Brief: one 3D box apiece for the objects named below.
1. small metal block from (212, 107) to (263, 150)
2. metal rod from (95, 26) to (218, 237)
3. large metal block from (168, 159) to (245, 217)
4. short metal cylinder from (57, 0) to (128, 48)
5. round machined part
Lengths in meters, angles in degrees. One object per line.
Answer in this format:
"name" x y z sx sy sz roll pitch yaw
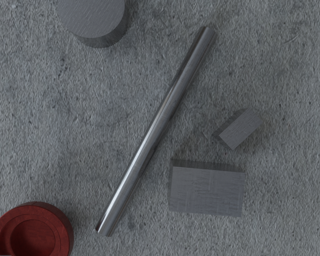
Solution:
"small metal block" 0.098 0.001 0.399 0.050 0.050 0.025 -43 91 0
"metal rod" -0.005 0.004 0.409 0.025 0.025 0.299 28 90 -1
"large metal block" 0.052 0.071 0.383 0.081 0.080 0.050 5 90 -1
"short metal cylinder" -0.083 -0.148 0.396 0.081 0.050 0.079 0 90 -1
"round machined part" -0.160 0.143 0.400 0.099 0.042 0.097 0 90 -1
